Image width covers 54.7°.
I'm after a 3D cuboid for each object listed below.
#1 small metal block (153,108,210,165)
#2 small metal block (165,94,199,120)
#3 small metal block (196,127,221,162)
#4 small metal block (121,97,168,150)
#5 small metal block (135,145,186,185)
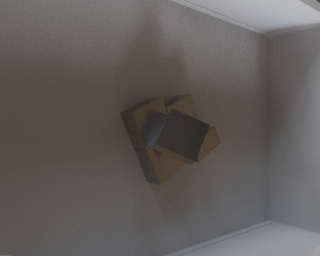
[{"bbox_3d":[0.026,0.011,0.380,0.050,0.025,0.050,24,71,-2],"label":"small metal block"},{"bbox_3d":[0.025,-0.014,0.428,0.050,0.025,0.050,-31,110,-36],"label":"small metal block"},{"bbox_3d":[0.047,0.021,0.429,0.050,0.050,0.025,-35,112,-35],"label":"small metal block"},{"bbox_3d":[-0.015,-0.006,0.394,0.050,0.025,0.050,-31,110,-36],"label":"small metal block"},{"bbox_3d":[0.001,0.039,0.408,0.050,0.025,0.050,-31,110,-36],"label":"small metal block"}]
